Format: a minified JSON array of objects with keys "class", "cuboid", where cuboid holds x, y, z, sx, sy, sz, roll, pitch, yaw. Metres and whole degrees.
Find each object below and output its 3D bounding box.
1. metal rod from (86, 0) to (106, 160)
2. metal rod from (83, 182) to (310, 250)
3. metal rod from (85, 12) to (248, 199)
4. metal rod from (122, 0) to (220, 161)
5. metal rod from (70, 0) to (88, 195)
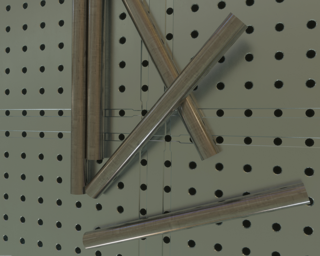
[{"class":"metal rod","cuboid":[-0.091,-0.105,0.443,0.025,0.025,0.298,1,90,19]},{"class":"metal rod","cuboid":[0.032,0.118,0.400,0.301,0.025,0.025,-18,84,18]},{"class":"metal rod","cuboid":[-0.005,-0.013,0.391,0.025,0.025,0.299,47,112,13]},{"class":"metal rod","cuboid":[0.000,-0.097,0.411,0.025,0.025,0.299,-29,81,17]},{"class":"metal rod","cuboid":[-0.116,-0.054,0.452,0.025,0.025,0.298,1,90,19]}]
